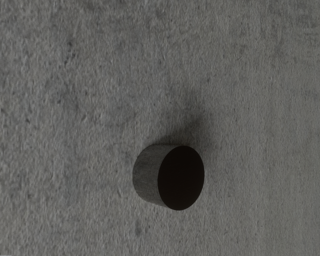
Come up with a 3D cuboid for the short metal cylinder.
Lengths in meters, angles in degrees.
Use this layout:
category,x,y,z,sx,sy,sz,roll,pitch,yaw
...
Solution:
category,x,y,z,sx,sy,sz,roll,pitch,yaw
short metal cylinder,0.012,0.061,0.401,0.081,0.050,0.079,0,90,-40
